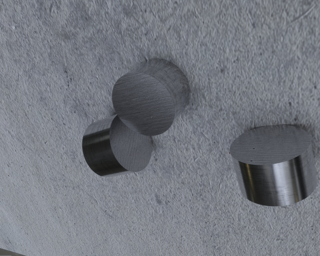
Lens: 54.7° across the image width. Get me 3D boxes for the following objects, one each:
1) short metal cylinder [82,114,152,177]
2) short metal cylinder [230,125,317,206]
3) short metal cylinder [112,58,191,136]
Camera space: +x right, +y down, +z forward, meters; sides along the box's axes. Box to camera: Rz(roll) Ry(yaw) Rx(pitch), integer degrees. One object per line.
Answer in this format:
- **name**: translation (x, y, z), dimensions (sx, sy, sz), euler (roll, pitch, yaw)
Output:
- **short metal cylinder**: translation (-0.056, 0.023, 0.415), dimensions (0.050, 0.080, 0.080), euler (-16, 110, 35)
- **short metal cylinder**: translation (0.120, 0.037, 0.331), dimensions (0.080, 0.080, 0.050), euler (-5, 116, 30)
- **short metal cylinder**: translation (-0.010, -0.037, 0.373), dimensions (0.080, 0.050, 0.079), euler (13, 124, 21)
